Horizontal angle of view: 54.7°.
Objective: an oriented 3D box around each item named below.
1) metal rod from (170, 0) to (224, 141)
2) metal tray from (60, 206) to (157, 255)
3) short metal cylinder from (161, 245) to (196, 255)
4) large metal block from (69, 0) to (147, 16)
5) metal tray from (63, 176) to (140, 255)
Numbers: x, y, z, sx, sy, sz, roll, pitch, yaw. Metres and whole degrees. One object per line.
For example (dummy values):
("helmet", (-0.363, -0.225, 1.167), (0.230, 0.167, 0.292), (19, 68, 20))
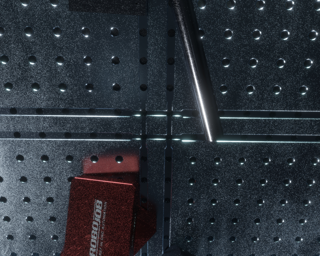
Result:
("metal rod", (0.033, -0.122, 0.368), (0.025, 0.025, 0.298), (-15, 110, 5))
("metal tray", (-0.078, 0.166, 0.471), (0.090, 0.030, 0.130), (35, 106, -12))
("short metal cylinder", (0.028, 0.227, 0.468), (0.050, 0.080, 0.080), (33, 107, -12))
("large metal block", (-0.054, -0.167, 0.338), (0.081, 0.050, 0.079), (3, 110, -2))
("metal tray", (-0.080, 0.135, 0.428), (0.090, 0.030, 0.129), (5, 88, 8))
